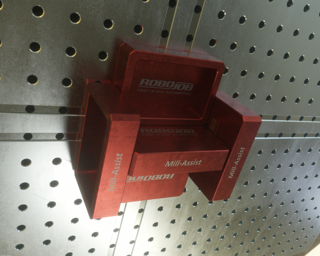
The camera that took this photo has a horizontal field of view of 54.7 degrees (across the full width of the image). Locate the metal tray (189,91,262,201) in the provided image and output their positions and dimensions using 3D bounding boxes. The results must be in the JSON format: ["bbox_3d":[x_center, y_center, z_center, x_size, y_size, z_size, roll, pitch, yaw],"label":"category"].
[{"bbox_3d":[0.078,0.023,0.427,0.030,0.090,0.129,1,118,-29],"label":"metal tray"}]

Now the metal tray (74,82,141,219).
[{"bbox_3d":[-0.065,0.024,0.349,0.030,0.090,0.129,1,118,-29],"label":"metal tray"}]

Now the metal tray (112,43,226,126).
[{"bbox_3d":[0.010,-0.049,0.384,0.131,0.030,0.089,0,118,-29],"label":"metal tray"}]

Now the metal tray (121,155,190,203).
[{"bbox_3d":[-0.019,0.057,0.433,0.131,0.030,0.089,0,118,-29],"label":"metal tray"}]

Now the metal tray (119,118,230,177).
[{"bbox_3d":[0.008,0.018,0.384,0.131,0.090,0.030,1,118,-29],"label":"metal tray"}]
